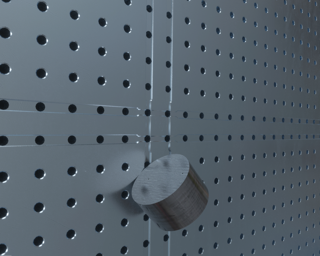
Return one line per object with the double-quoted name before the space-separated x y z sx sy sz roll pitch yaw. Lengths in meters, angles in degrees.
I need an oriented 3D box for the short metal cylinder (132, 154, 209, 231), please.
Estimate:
"short metal cylinder" 0.013 0.078 0.383 0.080 0.080 0.050 -50 120 -28
